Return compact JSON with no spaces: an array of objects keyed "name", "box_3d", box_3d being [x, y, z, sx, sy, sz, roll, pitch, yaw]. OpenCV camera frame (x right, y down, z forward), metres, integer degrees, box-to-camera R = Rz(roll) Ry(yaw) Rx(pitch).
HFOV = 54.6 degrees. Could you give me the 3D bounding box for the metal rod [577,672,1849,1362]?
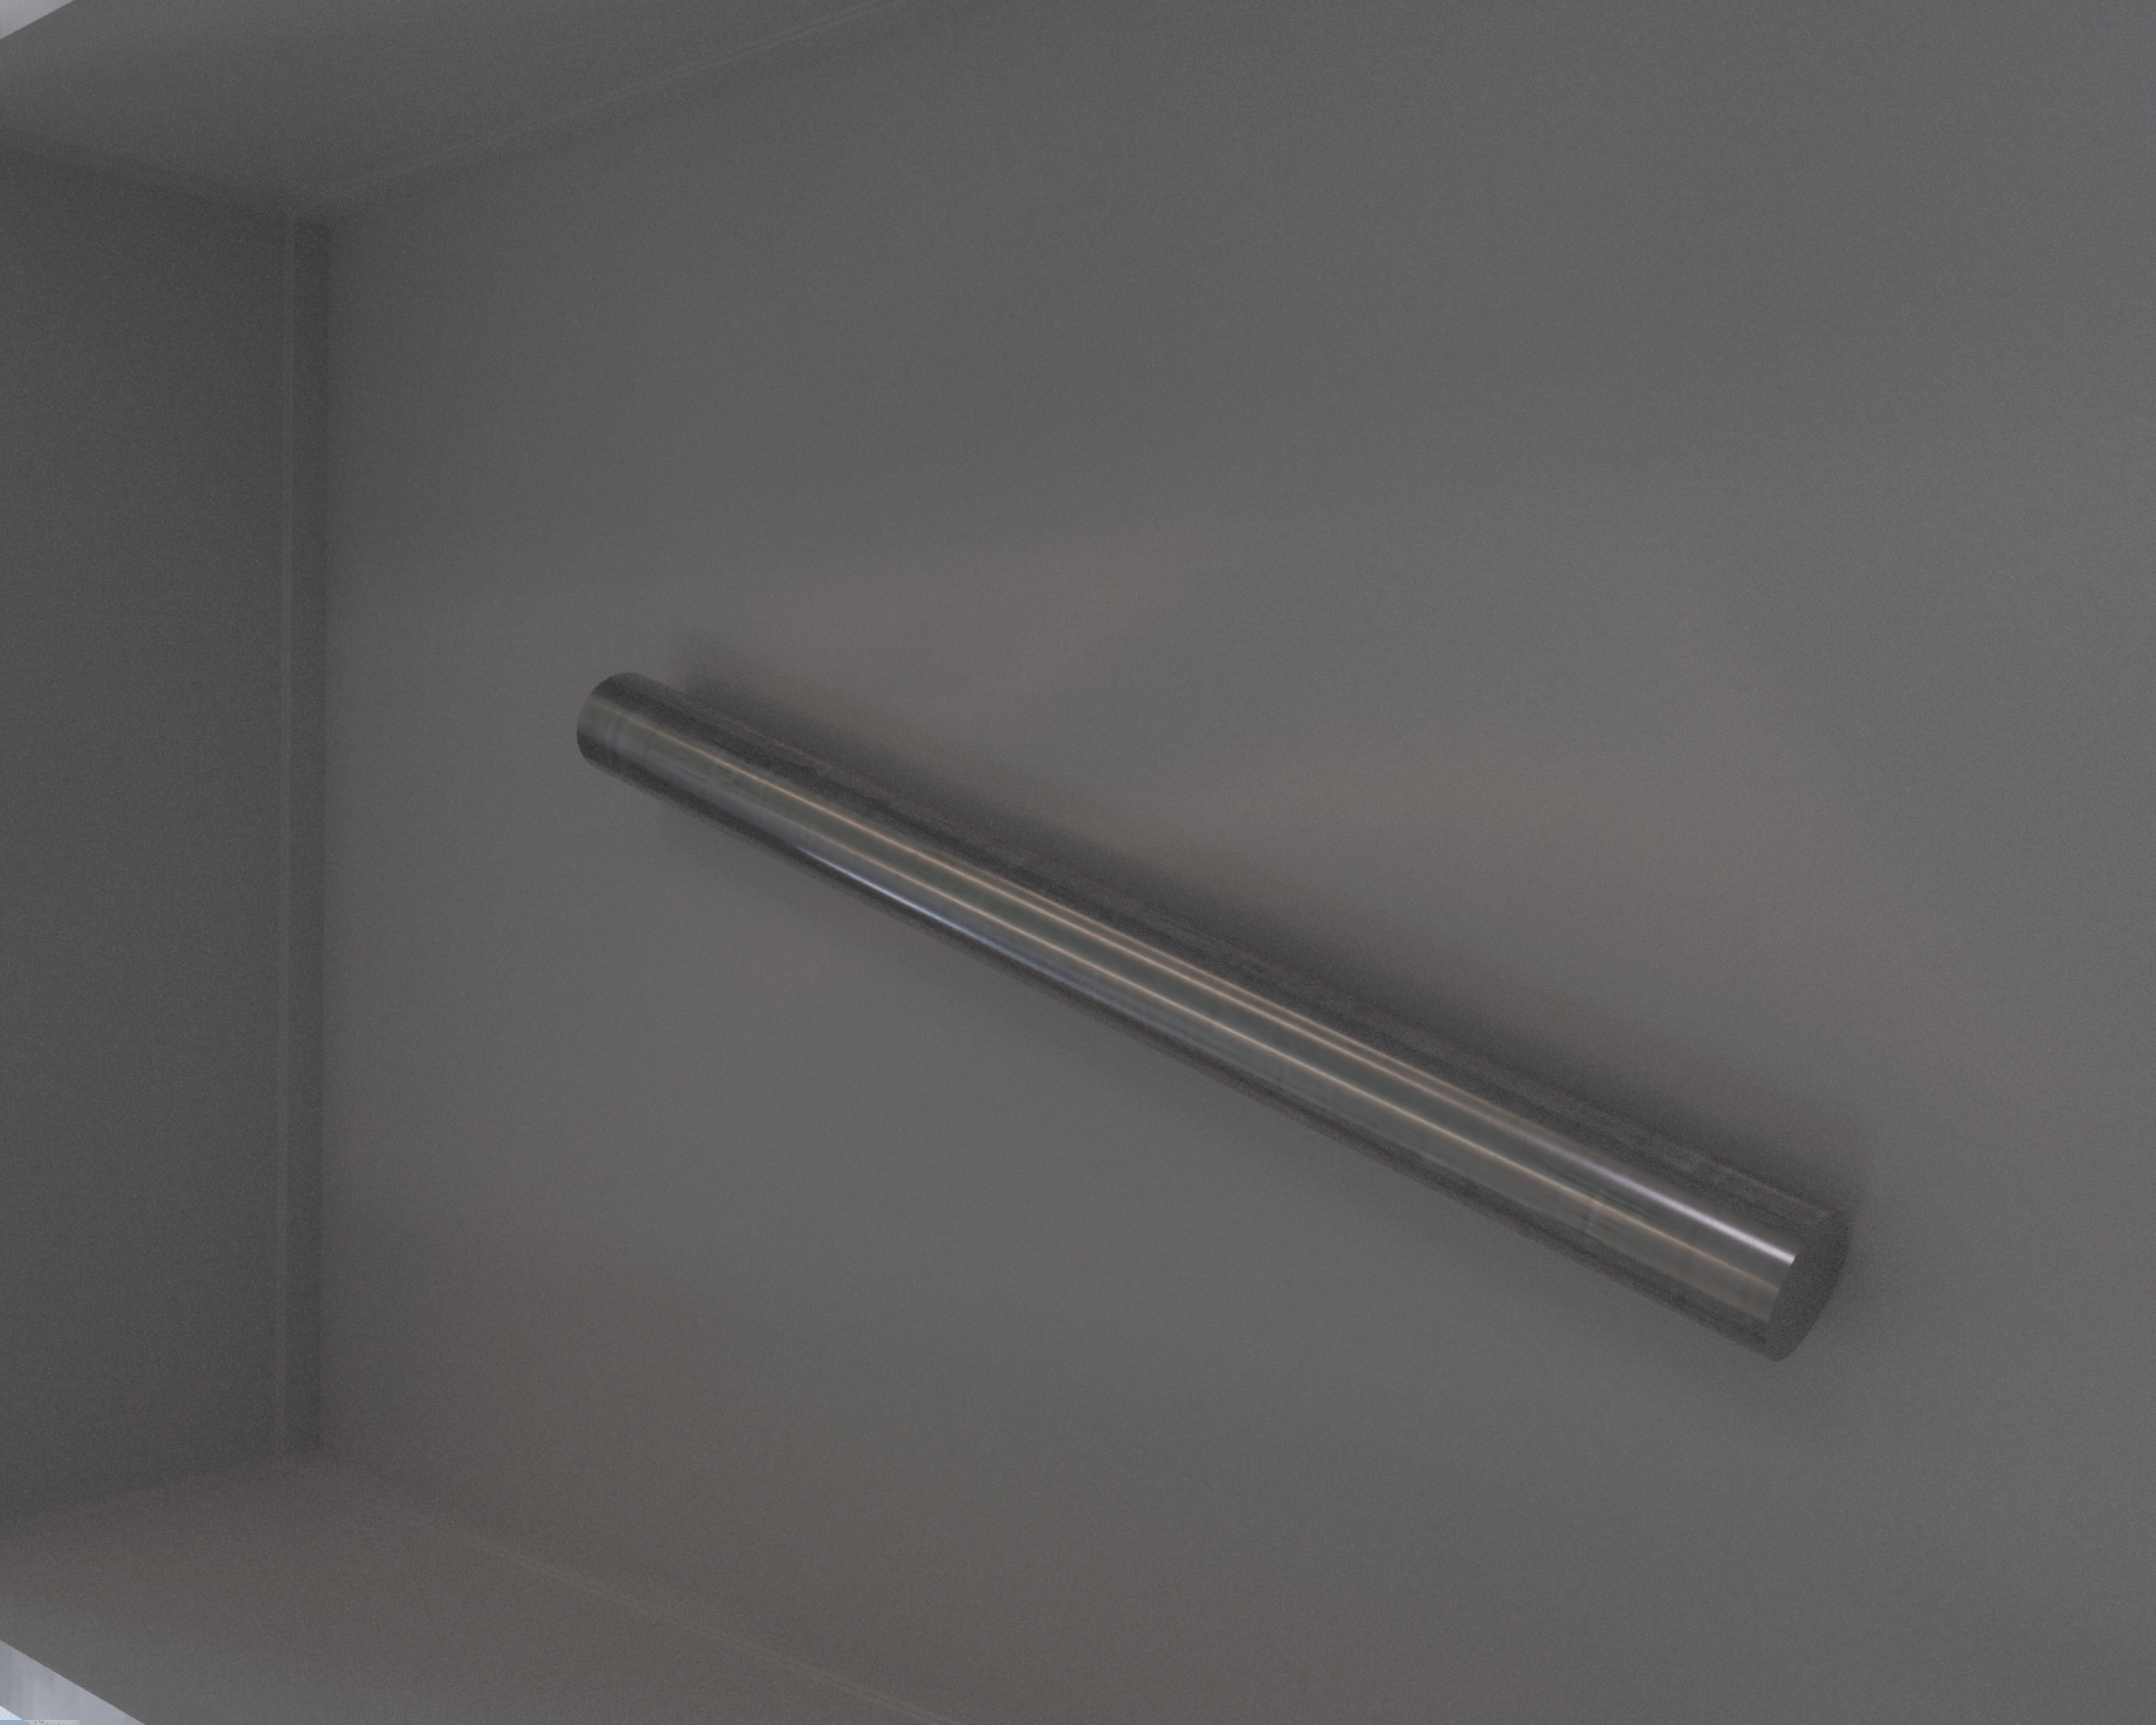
[{"name":"metal rod","box_3d":[0.001,0.015,0.405,0.300,0.025,0.025,24,105,37]}]
